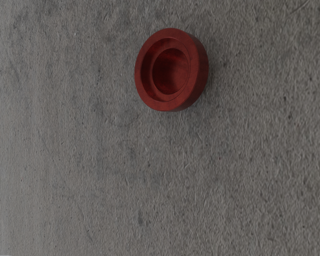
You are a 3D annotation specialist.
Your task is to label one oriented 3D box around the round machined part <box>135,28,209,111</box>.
[{"bbox_3d":[0.018,-0.068,0.380,0.098,0.042,0.097,0,90,40],"label":"round machined part"}]
